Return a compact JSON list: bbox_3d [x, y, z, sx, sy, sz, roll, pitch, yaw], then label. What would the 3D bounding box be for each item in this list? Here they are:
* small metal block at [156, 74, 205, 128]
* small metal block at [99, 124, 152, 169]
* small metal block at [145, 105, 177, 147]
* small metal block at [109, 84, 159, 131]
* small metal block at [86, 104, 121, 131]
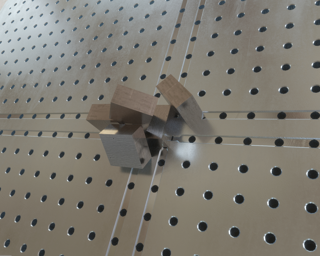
[{"bbox_3d":[0.027,-0.034,0.400,0.025,0.050,0.050,-40,51,1],"label":"small metal block"},{"bbox_3d":[-0.044,0.023,0.399,0.050,0.050,0.025,1,31,29],"label":"small metal block"},{"bbox_3d":[-0.009,-0.003,0.416,0.050,0.025,0.050,2,63,28],"label":"small metal block"},{"bbox_3d":[-0.033,-0.024,0.380,0.050,0.050,0.025,18,67,-4],"label":"small metal block"},{"bbox_3d":[-0.065,-0.010,0.433,0.050,0.050,0.025,1,63,30],"label":"small metal block"}]
